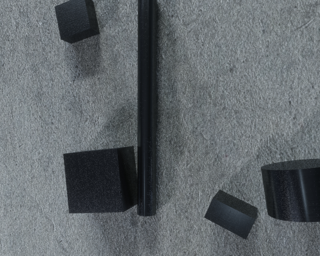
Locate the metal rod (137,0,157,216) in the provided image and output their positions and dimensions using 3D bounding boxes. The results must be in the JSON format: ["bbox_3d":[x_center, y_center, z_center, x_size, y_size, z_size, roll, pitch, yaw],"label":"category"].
[{"bbox_3d":[-0.017,-0.034,0.414,0.025,0.025,0.298,0,90,19],"label":"metal rod"}]

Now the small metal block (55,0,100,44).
[{"bbox_3d":[-0.120,-0.157,0.450,0.050,0.025,0.050,-13,86,19],"label":"small metal block"}]

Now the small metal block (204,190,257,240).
[{"bbox_3d":[0.085,0.100,0.365,0.050,0.050,0.025,25,98,18],"label":"small metal block"}]

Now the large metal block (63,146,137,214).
[{"bbox_3d":[-0.079,0.069,0.422,0.080,0.050,0.080,-7,88,19],"label":"large metal block"}]

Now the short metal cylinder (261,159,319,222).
[{"bbox_3d":[0.152,0.063,0.326,0.080,0.080,0.050,-8,87,19],"label":"short metal cylinder"}]
